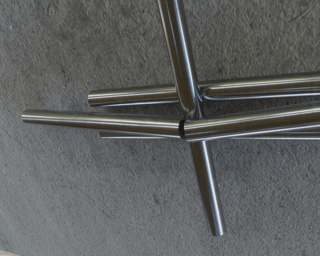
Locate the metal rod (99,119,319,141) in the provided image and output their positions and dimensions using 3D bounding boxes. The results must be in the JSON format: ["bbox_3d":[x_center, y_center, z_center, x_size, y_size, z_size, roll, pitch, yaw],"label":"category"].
[{"bbox_3d":[0.053,0.002,0.380,0.300,0.025,0.025,-1,118,28],"label":"metal rod"}]

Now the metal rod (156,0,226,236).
[{"bbox_3d":[0.043,0.006,0.356,0.025,0.025,0.298,-1,118,28],"label":"metal rod"}]

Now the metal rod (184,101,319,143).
[{"bbox_3d":[0.170,-0.015,0.277,0.301,0.025,0.025,-8,115,20],"label":"metal rod"}]

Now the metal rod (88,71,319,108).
[{"bbox_3d":[0.041,-0.042,0.359,0.300,0.025,0.025,-1,118,28],"label":"metal rod"}]

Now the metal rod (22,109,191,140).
[{"bbox_3d":[-0.094,-0.009,0.418,0.300,0.025,0.025,4,121,36],"label":"metal rod"}]
